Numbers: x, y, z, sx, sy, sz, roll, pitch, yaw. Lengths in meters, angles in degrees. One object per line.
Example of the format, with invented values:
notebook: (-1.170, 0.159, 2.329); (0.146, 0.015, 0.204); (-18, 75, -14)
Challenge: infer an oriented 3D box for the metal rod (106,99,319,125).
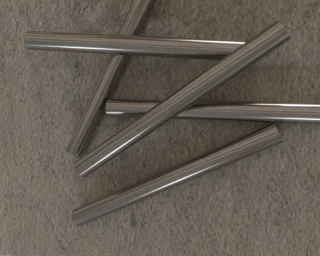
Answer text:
metal rod: (0.073, -0.021, 0.382); (0.301, 0.025, 0.025); (3, 91, 19)

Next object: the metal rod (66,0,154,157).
metal rod: (-0.059, -0.096, 0.428); (0.025, 0.025, 0.298); (29, 99, 17)

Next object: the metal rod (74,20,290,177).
metal rod: (0.013, -0.025, 0.375); (0.300, 0.025, 0.025); (-34, 79, 16)

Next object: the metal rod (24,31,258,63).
metal rod: (-0.030, -0.105, 0.395); (0.301, 0.025, 0.025); (6, 92, 10)

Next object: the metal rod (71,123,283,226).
metal rod: (0.009, 0.068, 0.405); (0.300, 0.025, 0.025); (-26, 82, 17)
